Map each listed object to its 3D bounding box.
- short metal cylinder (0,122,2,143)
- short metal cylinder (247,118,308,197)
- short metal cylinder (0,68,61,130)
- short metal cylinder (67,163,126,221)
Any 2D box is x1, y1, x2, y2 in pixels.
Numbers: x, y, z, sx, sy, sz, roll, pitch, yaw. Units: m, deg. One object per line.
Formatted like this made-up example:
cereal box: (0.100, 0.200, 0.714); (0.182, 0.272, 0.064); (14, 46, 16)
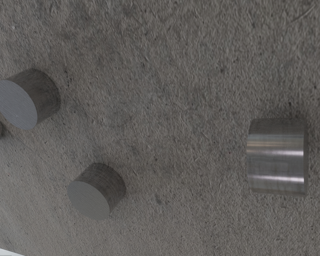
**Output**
short metal cylinder: (-0.331, 0.015, 0.555); (0.080, 0.080, 0.050); (36, 129, 4)
short metal cylinder: (0.125, 0.029, 0.323); (0.050, 0.080, 0.080); (0, 118, 28)
short metal cylinder: (-0.200, -0.044, 0.469); (0.080, 0.050, 0.079); (13, 124, 21)
short metal cylinder: (-0.104, 0.104, 0.510); (0.080, 0.050, 0.079); (13, 124, 21)
